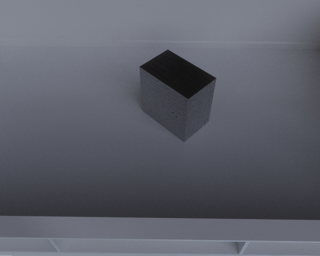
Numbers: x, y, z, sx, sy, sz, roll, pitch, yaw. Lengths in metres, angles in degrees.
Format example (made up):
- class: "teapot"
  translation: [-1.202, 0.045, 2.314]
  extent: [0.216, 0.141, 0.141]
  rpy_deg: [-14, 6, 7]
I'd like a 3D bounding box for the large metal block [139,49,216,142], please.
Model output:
- class: "large metal block"
  translation: [0.021, -0.042, 0.405]
  extent: [0.080, 0.080, 0.050]
  rpy_deg: [37, 59, 27]
